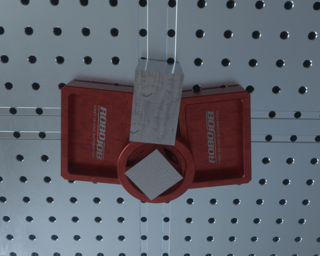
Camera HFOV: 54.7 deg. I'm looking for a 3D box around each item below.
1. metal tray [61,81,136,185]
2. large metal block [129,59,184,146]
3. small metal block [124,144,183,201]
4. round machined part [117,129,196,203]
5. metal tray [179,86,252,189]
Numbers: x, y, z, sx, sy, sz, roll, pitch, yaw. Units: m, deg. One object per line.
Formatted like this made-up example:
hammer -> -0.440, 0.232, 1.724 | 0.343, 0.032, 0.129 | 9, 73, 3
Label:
metal tray -> -0.081, 0.008, 0.409 | 0.091, 0.030, 0.129 | 6, 110, -3
large metal block -> -0.005, -0.034, 0.367 | 0.050, 0.080, 0.079 | 6, 110, -2
small metal block -> -0.007, 0.053, 0.384 | 0.050, 0.025, 0.050 | -37, 106, 12
round machined part -> -0.004, 0.046, 0.407 | 0.099, 0.042, 0.097 | 0, 110, 0
metal tray -> 0.072, 0.014, 0.412 | 0.091, 0.030, 0.129 | -6, 110, 2
